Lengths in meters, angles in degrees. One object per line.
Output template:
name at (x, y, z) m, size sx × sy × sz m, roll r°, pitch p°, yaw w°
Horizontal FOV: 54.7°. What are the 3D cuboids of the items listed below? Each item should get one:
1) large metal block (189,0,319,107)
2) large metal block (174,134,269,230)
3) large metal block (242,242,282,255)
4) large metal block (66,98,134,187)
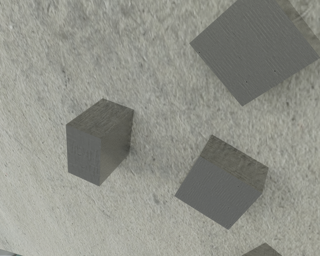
large metal block at (0.090, -0.081, 0.293) m, size 0.080 × 0.050 × 0.080 m, roll 49°, pitch 128°, yaw -7°
large metal block at (0.076, 0.069, 0.392) m, size 0.080 × 0.050 × 0.079 m, roll 31°, pitch 128°, yaw 7°
large metal block at (0.136, 0.223, 0.438) m, size 0.050 × 0.080 × 0.080 m, roll 39°, pitch 129°, yaw 1°
large metal block at (-0.080, 0.017, 0.423) m, size 0.050 × 0.080 × 0.079 m, roll 21°, pitch 126°, yaw 16°
